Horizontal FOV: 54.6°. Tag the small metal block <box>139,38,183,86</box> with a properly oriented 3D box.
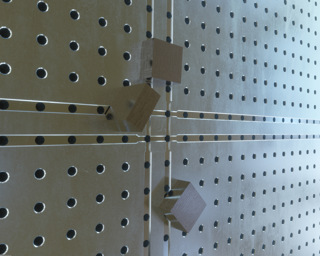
[{"bbox_3d":[0.002,-0.086,0.410,0.050,0.025,0.050,6,87,-40],"label":"small metal block"}]

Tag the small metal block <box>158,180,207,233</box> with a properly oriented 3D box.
[{"bbox_3d":[0.033,0.109,0.436,0.050,0.025,0.050,-50,119,-28],"label":"small metal block"}]

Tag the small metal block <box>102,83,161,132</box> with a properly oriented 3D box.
[{"bbox_3d":[-0.034,-0.023,0.364,0.025,0.050,0.050,40,66,-33],"label":"small metal block"}]
